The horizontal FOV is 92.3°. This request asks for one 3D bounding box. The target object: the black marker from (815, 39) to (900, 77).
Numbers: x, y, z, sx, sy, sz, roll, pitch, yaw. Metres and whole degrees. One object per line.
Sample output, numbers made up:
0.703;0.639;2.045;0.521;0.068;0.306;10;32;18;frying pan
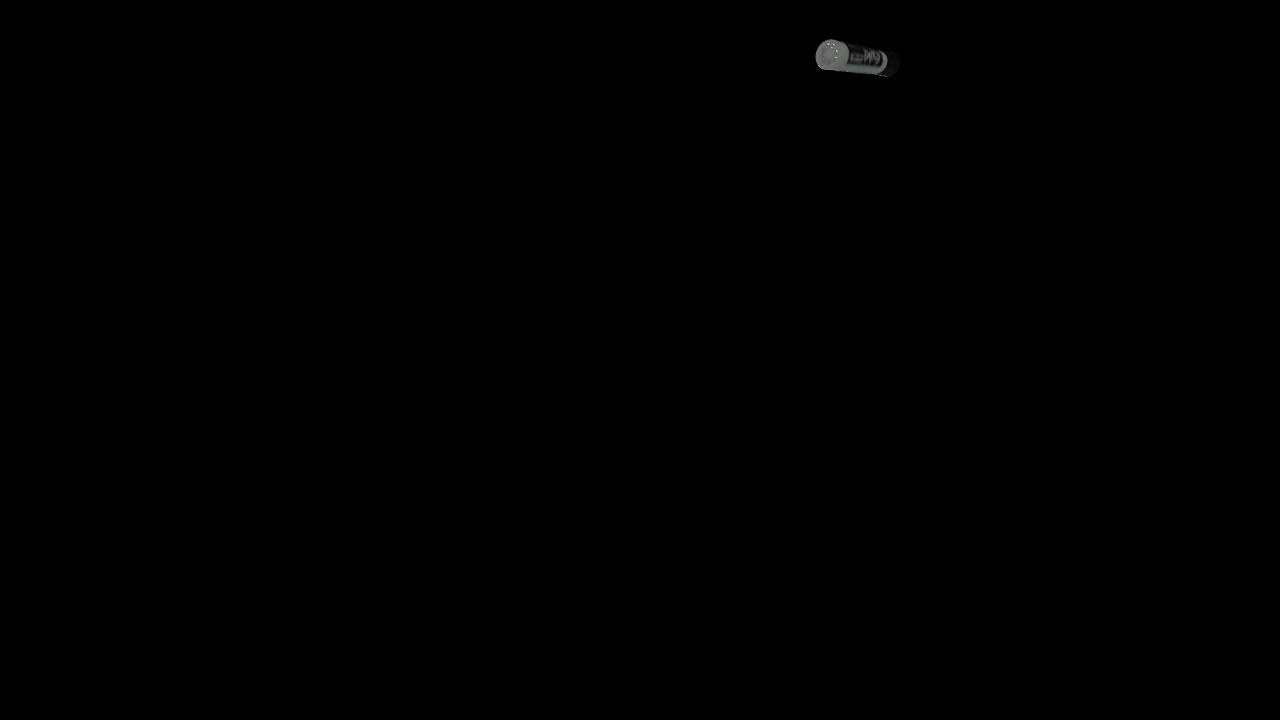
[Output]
0.168;-0.227;0.465;0.020;0.020;0.121;0;16;42;black marker
